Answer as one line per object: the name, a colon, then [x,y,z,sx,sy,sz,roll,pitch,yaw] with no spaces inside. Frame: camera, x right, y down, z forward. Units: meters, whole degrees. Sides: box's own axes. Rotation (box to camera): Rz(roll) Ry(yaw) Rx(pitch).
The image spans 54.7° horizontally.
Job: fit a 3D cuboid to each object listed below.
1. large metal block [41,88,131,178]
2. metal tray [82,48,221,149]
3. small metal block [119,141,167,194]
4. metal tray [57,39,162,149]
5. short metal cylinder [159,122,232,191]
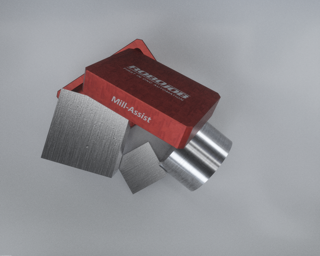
large metal block: [-0.081,0.006,0.364,0.080,0.050,0.080,16,90,-1]
metal tray: [-0.008,-0.039,0.348,0.130,0.090,0.030,30,128,14]
small metal block: [-0.025,0.051,0.410,0.050,0.025,0.050,-29,90,-1]
metal tray: [-0.054,-0.043,0.406,0.130,0.030,0.090,-34,90,-1]
short metal cylinder: [0.043,0.031,0.384,0.050,0.080,0.080,39,90,-1]
